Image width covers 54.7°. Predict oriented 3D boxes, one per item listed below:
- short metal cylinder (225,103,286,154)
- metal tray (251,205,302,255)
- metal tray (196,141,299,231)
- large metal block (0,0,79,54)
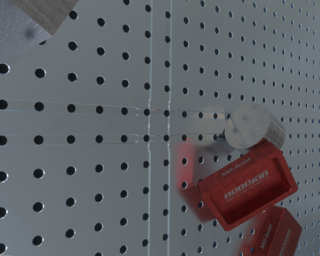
[{"bbox_3d":[0.153,0.007,0.502,0.050,0.080,0.080,32,70,-36],"label":"short metal cylinder"},{"bbox_3d":[0.224,0.227,0.594,0.090,0.030,0.130,46,62,-30],"label":"metal tray"},{"bbox_3d":[0.133,0.090,0.470,0.130,0.030,0.090,-32,116,3],"label":"metal tray"},{"bbox_3d":[-0.127,-0.117,0.266,0.080,0.080,0.050,40,66,-33],"label":"large metal block"}]
